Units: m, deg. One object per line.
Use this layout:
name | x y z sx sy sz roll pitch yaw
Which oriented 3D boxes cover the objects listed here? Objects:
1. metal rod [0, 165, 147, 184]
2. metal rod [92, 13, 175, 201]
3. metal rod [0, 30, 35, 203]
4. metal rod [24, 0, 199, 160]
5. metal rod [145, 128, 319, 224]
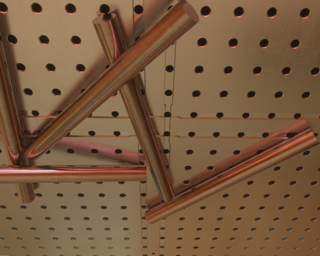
metal rod | -0.170 0.065 0.436 0.302 0.025 0.025 1 131 -13
metal rod | -0.022 -0.001 0.410 0.025 0.025 0.299 -11 130 8
metal rod | -0.197 0.000 0.408 0.025 0.025 0.298 5 130 -5
metal rod | -0.077 -0.034 0.354 0.025 0.025 0.299 36 129 -27
metal rod | 0.097 0.084 0.484 0.300 0.025 0.025 -33 123 24
